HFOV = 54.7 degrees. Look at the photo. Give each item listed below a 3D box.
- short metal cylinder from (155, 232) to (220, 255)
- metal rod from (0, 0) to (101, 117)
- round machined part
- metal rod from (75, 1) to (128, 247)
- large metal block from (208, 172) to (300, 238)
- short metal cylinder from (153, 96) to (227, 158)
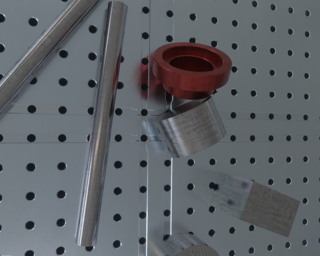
[{"bbox_3d":[0.037,0.187,0.413,0.081,0.050,0.080,0,90,-20],"label":"short metal cylinder"},{"bbox_3d":[-0.125,-0.108,0.366,0.025,0.025,0.300,39,78,-16],"label":"metal rod"},{"bbox_3d":[0.039,-0.071,0.399,0.099,0.098,0.042,-11,130,-20],"label":"round machined part"},{"bbox_3d":[-0.072,-0.007,0.385,0.025,0.025,0.298,8,87,-20],"label":"metal rod"},{"bbox_3d":[0.128,0.104,0.430,0.080,0.080,0.050,24,82,-19],"label":"large metal block"},{"bbox_3d":[0.038,-0.002,0.397,0.081,0.080,0.050,-27,99,-18],"label":"short metal cylinder"}]
